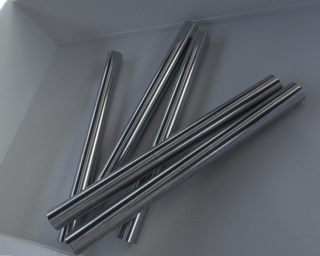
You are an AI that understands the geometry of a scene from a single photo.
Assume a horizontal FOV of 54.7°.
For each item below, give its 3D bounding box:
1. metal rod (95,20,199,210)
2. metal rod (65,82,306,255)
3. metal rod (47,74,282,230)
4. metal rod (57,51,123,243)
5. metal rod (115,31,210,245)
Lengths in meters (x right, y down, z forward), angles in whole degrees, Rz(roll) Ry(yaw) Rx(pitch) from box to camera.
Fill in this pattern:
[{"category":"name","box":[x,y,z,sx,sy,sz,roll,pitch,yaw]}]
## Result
[{"category":"metal rod","box":[-0.019,-0.029,0.433,0.025,0.025,0.300,16,70,34]},{"category":"metal rod","box":[0.030,0.042,0.342,0.301,0.025,0.025,-34,51,-3]},{"category":"metal rod","box":[0.009,0.026,0.357,0.301,0.025,0.025,-31,51,-3]},{"category":"metal rod","box":[-0.094,0.010,0.449,0.025,0.025,0.300,-6,59,25]},{"category":"metal rod","box":[0.012,-0.004,0.402,0.025,0.025,0.300,7,65,31]}]
